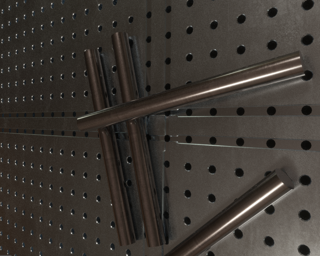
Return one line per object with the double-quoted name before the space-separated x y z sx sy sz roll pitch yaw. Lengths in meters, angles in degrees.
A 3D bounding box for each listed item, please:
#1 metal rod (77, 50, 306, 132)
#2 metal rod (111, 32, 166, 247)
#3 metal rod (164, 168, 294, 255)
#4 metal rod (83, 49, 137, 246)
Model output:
"metal rod" 0.012 -0.034 0.375 0.300 0.025 0.025 -13 82 32
"metal rod" -0.032 0.009 0.433 0.025 0.025 0.298 -18 79 38
"metal rod" 0.036 0.148 0.377 0.299 0.025 0.025 -48 62 29
"metal rod" -0.078 0.022 0.470 0.025 0.025 0.299 -21 77 38
